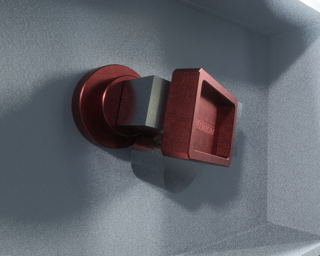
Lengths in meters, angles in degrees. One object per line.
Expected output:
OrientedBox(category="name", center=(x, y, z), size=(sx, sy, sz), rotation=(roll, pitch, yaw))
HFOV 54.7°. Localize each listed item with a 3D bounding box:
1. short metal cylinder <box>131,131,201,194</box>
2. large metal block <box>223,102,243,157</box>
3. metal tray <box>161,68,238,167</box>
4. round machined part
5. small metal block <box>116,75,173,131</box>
OrientedBox(category="short metal cylinder", center=(0.010, 0.035, 0.384), size=(0.081, 0.050, 0.079), rotation=(-23, 121, -46))
OrientedBox(category="large metal block", center=(0.071, -0.004, 0.448), size=(0.081, 0.050, 0.080), rotation=(13, 82, -40))
OrientedBox(category="metal tray", center=(0.052, -0.005, 0.355), size=(0.131, 0.030, 0.090), rotation=(19, 77, -58))
OrientedBox(category="round machined part", center=(-0.046, -0.025, 0.356), size=(0.099, 0.042, 0.097), rotation=(0, 90, -40))
OrientedBox(category="small metal block", center=(-0.016, -0.024, 0.321), size=(0.025, 0.050, 0.050), rotation=(16, 80, -39))
